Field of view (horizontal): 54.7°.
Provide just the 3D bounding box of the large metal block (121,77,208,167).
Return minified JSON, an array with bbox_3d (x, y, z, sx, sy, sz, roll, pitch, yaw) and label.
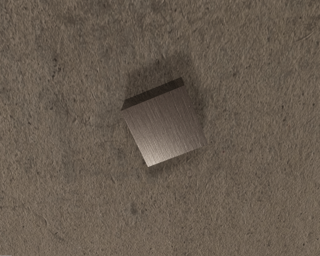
[{"bbox_3d":[0.006,-0.009,0.393,0.080,0.050,0.080,-22,109,7],"label":"large metal block"}]
